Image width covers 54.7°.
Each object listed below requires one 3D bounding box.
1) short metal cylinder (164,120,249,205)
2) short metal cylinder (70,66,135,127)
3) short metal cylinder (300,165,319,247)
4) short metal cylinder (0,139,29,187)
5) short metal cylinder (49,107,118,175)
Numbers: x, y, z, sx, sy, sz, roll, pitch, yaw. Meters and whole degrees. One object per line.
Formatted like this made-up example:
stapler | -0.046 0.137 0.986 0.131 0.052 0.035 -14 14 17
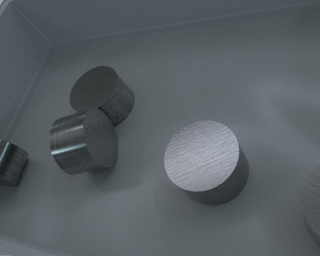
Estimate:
short metal cylinder | 0.051 0.038 0.338 0.080 0.050 0.080 -13 56 20
short metal cylinder | -0.085 -0.045 0.460 0.080 0.050 0.080 -13 56 20
short metal cylinder | 0.164 0.070 0.261 0.080 0.050 0.080 -13 56 20
short metal cylinder | -0.248 0.052 0.466 0.080 0.080 0.050 -2 61 27
short metal cylinder | -0.098 0.018 0.409 0.050 0.080 0.080 -15 56 19
